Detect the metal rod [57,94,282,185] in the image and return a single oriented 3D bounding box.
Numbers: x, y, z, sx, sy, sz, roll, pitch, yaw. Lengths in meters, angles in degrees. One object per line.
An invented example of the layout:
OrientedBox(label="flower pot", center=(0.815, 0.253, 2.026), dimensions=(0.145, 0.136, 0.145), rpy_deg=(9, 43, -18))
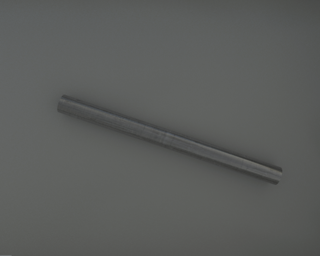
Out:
OrientedBox(label="metal rod", center=(0.013, 0.016, 0.410), dimensions=(0.301, 0.025, 0.025), rpy_deg=(19, 90, 0))
